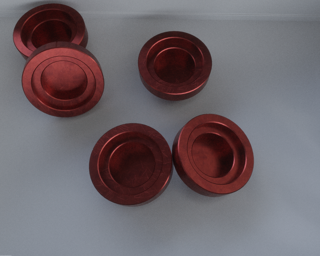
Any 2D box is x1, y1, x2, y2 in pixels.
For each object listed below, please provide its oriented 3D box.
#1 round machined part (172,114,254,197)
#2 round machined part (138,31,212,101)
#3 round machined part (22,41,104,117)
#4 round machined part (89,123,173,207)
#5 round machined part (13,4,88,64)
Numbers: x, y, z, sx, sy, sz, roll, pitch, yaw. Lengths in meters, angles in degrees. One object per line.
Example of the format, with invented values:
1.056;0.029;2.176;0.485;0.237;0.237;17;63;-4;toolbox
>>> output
0.060;0.035;0.378;0.099;0.042;0.098;7;67;-17;round machined part
0.020;-0.082;0.430;0.099;0.042;0.098;0;70;0;round machined part
-0.124;-0.066;0.403;0.099;0.097;0.042;-16;37;-6;round machined part
-0.032;0.047;0.379;0.099;0.042;0.098;-2;70;6;round machined part
-0.152;-0.126;0.444;0.099;0.042;0.098;0;68;0;round machined part
